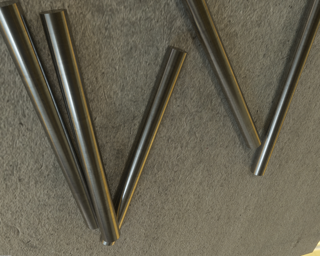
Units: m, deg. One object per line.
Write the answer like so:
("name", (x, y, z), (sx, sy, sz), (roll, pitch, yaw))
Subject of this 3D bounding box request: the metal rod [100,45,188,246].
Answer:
("metal rod", (-0.029, 0.038, 0.414), (0.025, 0.025, 0.298), (7, 115, -32))

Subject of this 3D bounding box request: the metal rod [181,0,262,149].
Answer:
("metal rod", (0.086, -0.071, 0.409), (0.025, 0.025, 0.300), (-38, 129, -3))

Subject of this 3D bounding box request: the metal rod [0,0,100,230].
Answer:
("metal rod", (-0.113, 0.013, 0.352), (0.025, 0.025, 0.298), (-21, 127, -16))

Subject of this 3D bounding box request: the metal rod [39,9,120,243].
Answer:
("metal rod", (-0.083, 0.021, 0.359), (0.025, 0.025, 0.298), (-18, 121, -18))

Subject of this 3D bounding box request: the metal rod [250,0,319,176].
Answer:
("metal rod", (0.193, -0.053, 0.479), (0.025, 0.025, 0.298), (-5, 121, -26))
